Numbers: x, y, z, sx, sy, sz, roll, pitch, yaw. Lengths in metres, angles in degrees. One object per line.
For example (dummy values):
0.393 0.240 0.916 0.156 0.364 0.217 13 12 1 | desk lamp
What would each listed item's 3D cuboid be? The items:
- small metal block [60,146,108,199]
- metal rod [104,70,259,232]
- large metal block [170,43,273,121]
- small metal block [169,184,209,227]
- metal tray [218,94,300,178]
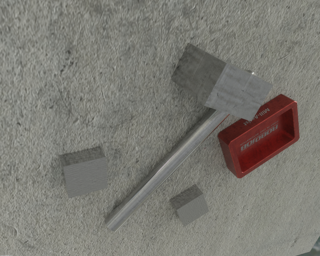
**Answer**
-0.095 0.055 0.390 0.050 0.025 0.050 -12 124 -22 | small metal block
0.030 0.035 0.446 0.300 0.025 0.025 -47 130 4 | metal rod
0.073 -0.056 0.378 0.081 0.080 0.050 14 111 -35 | large metal block
0.050 0.129 0.516 0.050 0.025 0.050 -29 129 -10 | small metal block
0.164 0.014 0.504 0.131 0.030 0.090 -31 129 -9 | metal tray
